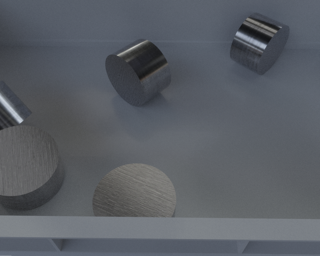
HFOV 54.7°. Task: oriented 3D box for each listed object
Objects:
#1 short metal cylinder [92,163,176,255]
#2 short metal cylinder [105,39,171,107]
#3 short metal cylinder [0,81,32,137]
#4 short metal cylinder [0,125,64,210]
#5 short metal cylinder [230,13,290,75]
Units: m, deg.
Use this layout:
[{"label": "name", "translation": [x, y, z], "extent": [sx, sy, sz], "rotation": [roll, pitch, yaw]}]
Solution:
[{"label": "short metal cylinder", "translation": [-0.025, 0.084, 0.318], "extent": [0.080, 0.050, 0.080], "rotation": [0, 50, 0]}, {"label": "short metal cylinder", "translation": [-0.031, -0.077, 0.434], "extent": [0.080, 0.080, 0.050], "rotation": [37, 59, 27]}, {"label": "short metal cylinder", "translation": [-0.204, -0.012, 0.371], "extent": [0.080, 0.050, 0.080], "rotation": [-33, 19, 13]}, {"label": "short metal cylinder", "translation": [-0.150, 0.044, 0.340], "extent": [0.081, 0.050, 0.080], "rotation": [5, 59, -8]}, {"label": "short metal cylinder", "translation": [0.154, -0.130, 0.479], "extent": [0.050, 0.080, 0.080], "rotation": [37, 59, 27]}]
